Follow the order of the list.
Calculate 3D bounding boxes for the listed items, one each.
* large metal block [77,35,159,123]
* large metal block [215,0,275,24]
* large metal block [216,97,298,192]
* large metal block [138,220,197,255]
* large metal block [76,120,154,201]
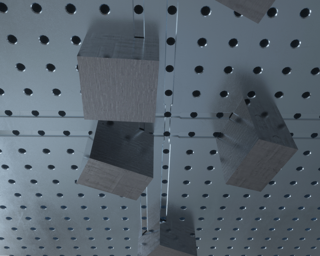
[{"bbox_3d":[-0.044,-0.054,0.349,0.081,0.050,0.079,3,130,-3],"label":"large metal block"},{"bbox_3d":[0.055,-0.141,0.256,0.080,0.080,0.050,21,127,-17],"label":"large metal block"},{"bbox_3d":[0.118,0.021,0.395,0.050,0.080,0.079,15,129,-13],"label":"large metal block"},{"bbox_3d":[0.013,0.228,0.590,0.080,0.050,0.080,25,126,-21],"label":"large metal block"},{"bbox_3d":[-0.056,0.038,0.408,0.080,0.080,0.050,21,127,-17],"label":"large metal block"}]
